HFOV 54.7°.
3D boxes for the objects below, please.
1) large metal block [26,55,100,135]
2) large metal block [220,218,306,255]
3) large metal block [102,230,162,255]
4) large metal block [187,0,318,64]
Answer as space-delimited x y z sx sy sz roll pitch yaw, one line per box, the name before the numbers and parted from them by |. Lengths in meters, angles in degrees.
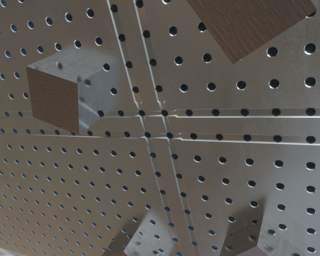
large metal block | -0.132 -0.047 0.433 0.080 0.050 0.079 19 126 16
large metal block | 0.142 0.186 0.435 0.080 0.050 0.080 41 129 -1
large metal block | -0.051 0.244 0.571 0.080 0.050 0.080 49 128 -7
large metal block | 0.081 -0.118 0.279 0.080 0.050 0.080 -31 101 37
